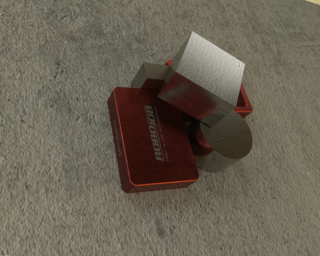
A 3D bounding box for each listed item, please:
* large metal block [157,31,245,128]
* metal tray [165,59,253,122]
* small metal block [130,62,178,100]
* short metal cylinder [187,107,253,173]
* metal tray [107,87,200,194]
[{"bbox_3d":[0.053,-0.061,0.389,0.080,0.050,0.080,29,52,-10],"label":"large metal block"},{"bbox_3d":[0.071,-0.056,0.474,0.131,0.030,0.090,-2,63,-29],"label":"metal tray"},{"bbox_3d":[-0.007,-0.061,0.423,0.050,0.050,0.025,1,62,-28],"label":"small metal block"},{"bbox_3d":[0.077,0.015,0.421,0.081,0.050,0.080,13,57,-20],"label":"short metal cylinder"},{"bbox_3d":[-0.011,0.012,0.390,0.091,0.030,0.130,1,62,-28],"label":"metal tray"}]
